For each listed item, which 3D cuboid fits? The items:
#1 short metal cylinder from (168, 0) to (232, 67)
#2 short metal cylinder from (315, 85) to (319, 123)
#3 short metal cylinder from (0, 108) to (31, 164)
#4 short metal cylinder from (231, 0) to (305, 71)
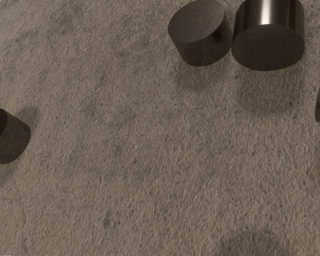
[{"bbox_3d":[0.058,-0.135,0.439,0.080,0.050,0.080,-13,56,20],"label":"short metal cylinder"},{"bbox_3d":[0.187,-0.038,0.294,0.050,0.080,0.080,18,71,35],"label":"short metal cylinder"},{"bbox_3d":[-0.266,0.014,0.516,0.080,0.050,0.080,-13,56,20],"label":"short metal cylinder"},{"bbox_3d":[0.129,-0.113,0.370,0.080,0.080,0.050,-2,61,27],"label":"short metal cylinder"}]
